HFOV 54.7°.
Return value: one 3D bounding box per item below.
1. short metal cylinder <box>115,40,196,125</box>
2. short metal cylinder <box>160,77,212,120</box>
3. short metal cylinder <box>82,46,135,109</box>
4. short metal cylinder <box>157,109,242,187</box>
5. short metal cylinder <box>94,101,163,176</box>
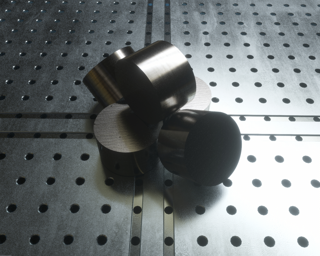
[{"bbox_3d":[-0.006,-0.051,0.348,0.050,0.080,0.080,-34,58,-25],"label":"short metal cylinder"},{"bbox_3d":[0.026,-0.028,0.415,0.081,0.050,0.080,0,50,0],"label":"short metal cylinder"},{"bbox_3d":[-0.055,-0.065,0.417,0.080,0.080,0.050,-39,94,-28],"label":"short metal cylinder"},{"bbox_3d":[0.044,0.020,0.346,0.080,0.080,0.050,-33,22,-25],"label":"short metal cylinder"},{"bbox_3d":[-0.037,0.012,0.380,0.081,0.050,0.080,0,50,0],"label":"short metal cylinder"}]
